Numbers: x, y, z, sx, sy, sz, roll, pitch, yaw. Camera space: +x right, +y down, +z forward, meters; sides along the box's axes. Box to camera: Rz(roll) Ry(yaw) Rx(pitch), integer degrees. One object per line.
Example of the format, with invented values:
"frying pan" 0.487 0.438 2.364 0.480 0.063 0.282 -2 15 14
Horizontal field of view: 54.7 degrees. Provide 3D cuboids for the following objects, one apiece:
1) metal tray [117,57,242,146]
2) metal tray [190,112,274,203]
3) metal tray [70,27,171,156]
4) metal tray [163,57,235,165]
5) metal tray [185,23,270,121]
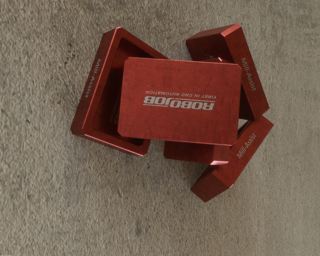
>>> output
"metal tray" 0.022 -0.029 0.353 0.131 0.030 0.089 5 86 4
"metal tray" 0.105 0.043 0.454 0.030 0.090 0.131 41 60 6
"metal tray" -0.041 -0.040 0.370 0.090 0.030 0.130 25 74 -37
"metal tray" 0.050 -0.020 0.408 0.030 0.090 0.129 8 85 -40
"metal tray" 0.095 -0.076 0.443 0.030 0.090 0.129 -35 112 -19
